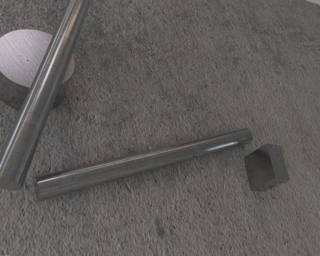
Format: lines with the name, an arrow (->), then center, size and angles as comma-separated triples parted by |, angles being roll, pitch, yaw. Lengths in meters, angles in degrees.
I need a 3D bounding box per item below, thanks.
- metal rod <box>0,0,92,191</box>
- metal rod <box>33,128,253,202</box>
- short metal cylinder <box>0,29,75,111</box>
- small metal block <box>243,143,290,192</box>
metal rod -> -0.108, -0.079, 0.329 | 0.025, 0.025, 0.300 | 19, 54, -17
metal rod -> 0.005, 0.036, 0.384 | 0.303, 0.025, 0.025 | -11, 67, -33
short metal cylinder -> -0.143, -0.063, 0.350 | 0.081, 0.050, 0.080 | 14, 56, -21
small metal block -> 0.147, 0.056, 0.433 | 0.025, 0.050, 0.050 | 10, 58, -23
